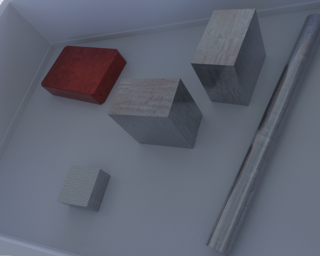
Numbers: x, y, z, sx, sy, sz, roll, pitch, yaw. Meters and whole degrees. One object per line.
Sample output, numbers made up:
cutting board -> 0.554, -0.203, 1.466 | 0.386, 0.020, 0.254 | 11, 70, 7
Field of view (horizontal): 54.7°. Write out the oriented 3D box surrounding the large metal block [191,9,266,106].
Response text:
large metal block -> 0.087, -0.084, 0.376 | 0.050, 0.080, 0.080 | 11, 67, 32

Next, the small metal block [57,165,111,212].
small metal block -> -0.100, 0.079, 0.408 | 0.050, 0.025, 0.050 | 2, 62, 28

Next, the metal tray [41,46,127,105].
metal tray -> -0.131, -0.093, 0.526 | 0.130, 0.030, 0.090 | 13, 68, 33

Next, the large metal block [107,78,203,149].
large metal block -> -0.003, -0.017, 0.381 | 0.080, 0.080, 0.050 | 4, 64, 30

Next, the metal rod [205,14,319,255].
metal rod -> 0.125, -0.006, 0.343 | 0.025, 0.025, 0.300 | 17, 70, 34
